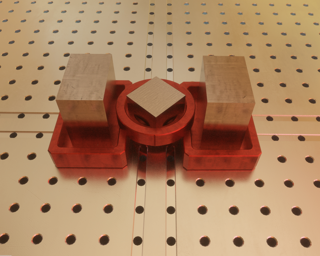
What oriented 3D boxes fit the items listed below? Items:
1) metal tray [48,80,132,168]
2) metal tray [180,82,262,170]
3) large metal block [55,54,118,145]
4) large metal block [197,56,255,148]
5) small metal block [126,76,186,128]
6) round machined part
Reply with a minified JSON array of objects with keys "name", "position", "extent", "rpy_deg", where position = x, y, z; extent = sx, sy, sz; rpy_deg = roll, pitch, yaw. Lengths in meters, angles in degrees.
[{"name":"metal tray","position":[-0.085,-0.010,0.411],"extent":[0.091,0.030,0.130],"rpy_deg":[1,50,0]},{"name":"metal tray","position":[0.074,-0.008,0.410],"extent":[0.091,0.030,0.130],"rpy_deg":[0,50,0]},{"name":"large metal block","position":[-0.084,-0.035,0.383],"extent":[0.050,0.080,0.080],"rpy_deg":[1,50,1]},{"name":"large metal block","position":[0.076,-0.032,0.381],"extent":[0.050,0.080,0.080],"rpy_deg":[1,50,1]},{"name":"small metal block","position":[-0.005,-0.031,0.381],"extent":[0.050,0.025,0.050],"rpy_deg":[37,59,27]},{"name":"round machined part","position":[-0.005,-0.016,0.398],"extent":[0.099,0.042,0.098],"rpy_deg":[0,50,0]}]
